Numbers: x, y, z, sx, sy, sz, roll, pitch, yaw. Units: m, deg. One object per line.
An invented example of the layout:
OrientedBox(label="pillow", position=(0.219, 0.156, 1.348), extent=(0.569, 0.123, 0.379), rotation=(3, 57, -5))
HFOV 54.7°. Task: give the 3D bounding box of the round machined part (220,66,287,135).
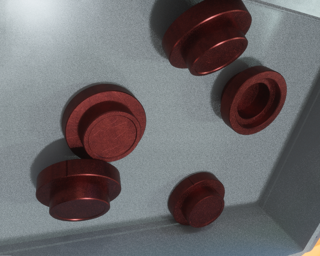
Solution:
OrientedBox(label="round machined part", position=(0.127, -0.042, 0.441), extent=(0.099, 0.042, 0.097), rotation=(-14, 124, -21))

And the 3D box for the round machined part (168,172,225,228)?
OrientedBox(label="round machined part", position=(0.067, 0.125, 0.511), extent=(0.099, 0.042, 0.097), rotation=(-14, 124, -21))

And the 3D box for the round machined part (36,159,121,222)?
OrientedBox(label="round machined part", position=(-0.096, 0.079, 0.370), extent=(0.099, 0.042, 0.098), rotation=(-8, 145, -6))

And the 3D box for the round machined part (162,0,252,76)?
OrientedBox(label="round machined part", position=(0.055, -0.093, 0.338), extent=(0.099, 0.042, 0.098), rotation=(-23, 165, -6))

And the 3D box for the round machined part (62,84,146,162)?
OrientedBox(label="round machined part", position=(-0.061, 0.001, 0.365), extent=(0.099, 0.042, 0.097), rotation=(-14, 124, -21))
